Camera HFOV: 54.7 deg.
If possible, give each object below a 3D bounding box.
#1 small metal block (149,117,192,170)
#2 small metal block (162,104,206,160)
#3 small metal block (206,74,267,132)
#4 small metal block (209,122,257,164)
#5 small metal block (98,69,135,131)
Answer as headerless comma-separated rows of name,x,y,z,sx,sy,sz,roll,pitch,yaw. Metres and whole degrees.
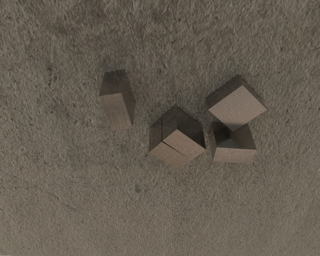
small metal block,0.013,0.020,0.408,0.050,0.050,0.025,33,123,-25
small metal block,0.030,0.005,0.395,0.050,0.050,0.025,35,122,-26
small metal block,0.093,-0.030,0.382,0.050,0.025,0.050,-37,121,27
small metal block,0.094,0.019,0.407,0.050,0.050,0.025,4,130,-4
small metal block,-0.048,-0.033,0.362,0.025,0.050,0.050,-8,130,7
